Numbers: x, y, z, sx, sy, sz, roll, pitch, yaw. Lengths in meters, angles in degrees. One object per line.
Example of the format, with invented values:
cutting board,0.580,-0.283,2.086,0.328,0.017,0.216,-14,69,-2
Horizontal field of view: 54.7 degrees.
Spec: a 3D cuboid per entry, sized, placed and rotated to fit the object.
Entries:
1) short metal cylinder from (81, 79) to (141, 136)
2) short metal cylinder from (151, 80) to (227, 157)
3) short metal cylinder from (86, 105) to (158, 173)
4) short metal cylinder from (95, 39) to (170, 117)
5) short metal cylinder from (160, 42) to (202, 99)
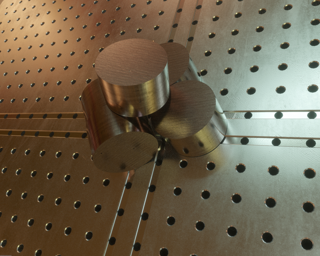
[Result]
short metal cylinder,-0.062,-0.025,0.419,0.080,0.080,0.050,-30,52,9
short metal cylinder,0.036,-0.011,0.378,0.080,0.050,0.080,-13,56,20
short metal cylinder,-0.048,0.013,0.389,0.080,0.080,0.050,-30,52,9
short metal cylinder,-0.030,-0.059,0.360,0.080,0.050,0.080,-2,51,3
short metal cylinder,0.011,-0.071,0.427,0.080,0.050,0.080,-13,56,20
